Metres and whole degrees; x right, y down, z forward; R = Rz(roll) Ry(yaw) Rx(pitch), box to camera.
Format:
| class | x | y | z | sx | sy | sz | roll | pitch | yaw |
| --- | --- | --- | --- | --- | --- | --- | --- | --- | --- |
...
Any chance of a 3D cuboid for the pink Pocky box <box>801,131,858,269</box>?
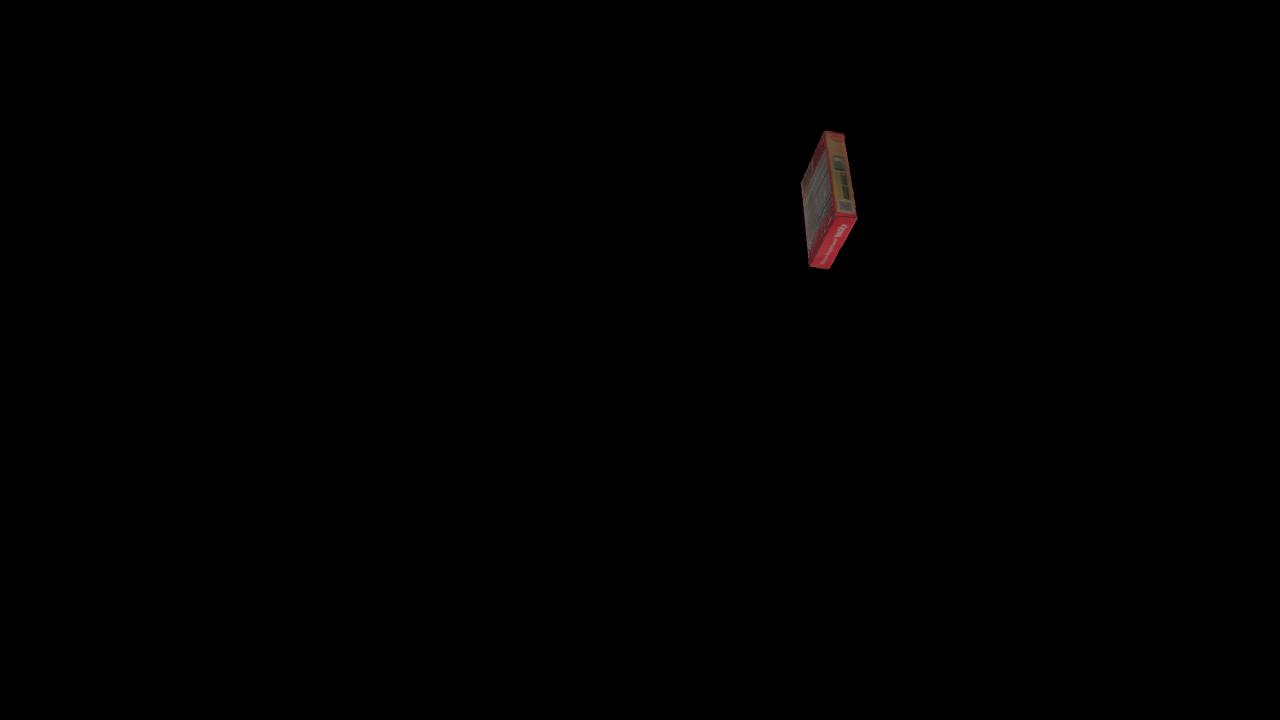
| class | x | y | z | sx | sy | sz | roll | pitch | yaw |
| --- | --- | --- | --- | --- | --- | --- | --- | --- | --- |
| pink Pocky box | 0.224 | -0.193 | 0.738 | 0.029 | 0.155 | 0.084 | 8 | -35 | -3 |
